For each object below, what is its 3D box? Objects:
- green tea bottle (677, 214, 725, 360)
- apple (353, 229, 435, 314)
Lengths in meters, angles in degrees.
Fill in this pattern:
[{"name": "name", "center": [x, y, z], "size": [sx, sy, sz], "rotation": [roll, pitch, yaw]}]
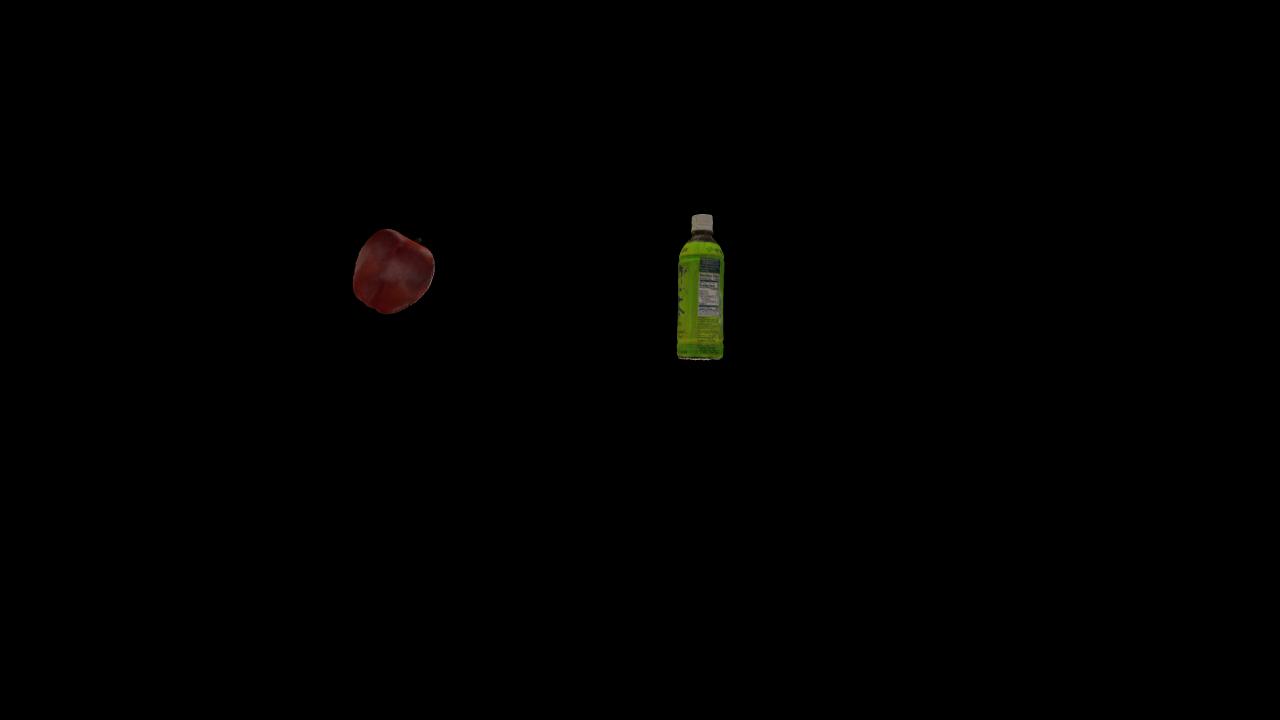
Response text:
[{"name": "green tea bottle", "center": [0.091, -0.106, 0.902], "size": [0.073, 0.212, 0.073], "rotation": [3, 1, 0]}, {"name": "apple", "center": [-0.269, -0.096, 0.675], "size": [0.079, 0.093, 0.079], "rotation": [31, -4, 3]}]
